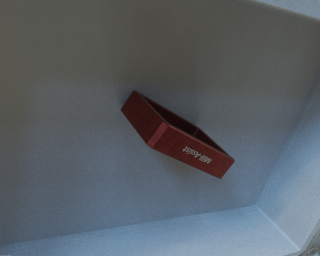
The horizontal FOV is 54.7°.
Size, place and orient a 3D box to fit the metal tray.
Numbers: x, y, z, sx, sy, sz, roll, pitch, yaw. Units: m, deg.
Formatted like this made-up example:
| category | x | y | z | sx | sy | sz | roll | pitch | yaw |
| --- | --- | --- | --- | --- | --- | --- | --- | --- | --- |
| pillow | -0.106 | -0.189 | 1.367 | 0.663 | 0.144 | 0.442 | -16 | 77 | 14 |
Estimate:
| category | x | y | z | sx | sy | sz | roll | pitch | yaw |
| --- | --- | --- | --- | --- | --- | --- | --- | --- | --- |
| metal tray | 0.023 | 0.009 | 0.382 | 0.131 | 0.090 | 0.030 | 27 | 103 | -38 |
